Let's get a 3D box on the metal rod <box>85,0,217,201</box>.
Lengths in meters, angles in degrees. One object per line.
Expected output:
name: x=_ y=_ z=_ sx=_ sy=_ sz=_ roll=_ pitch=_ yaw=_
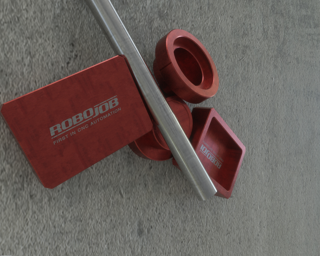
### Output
metal rod: x=-0.017 y=-0.051 z=0.348 sx=0.025 sy=0.025 sz=0.299 roll=-34 pitch=98 yaw=-35

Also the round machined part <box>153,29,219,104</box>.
round machined part: x=0.030 y=-0.076 z=0.405 sx=0.099 sy=0.042 sz=0.098 roll=25 pitch=52 yaw=-36

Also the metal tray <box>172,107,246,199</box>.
metal tray: x=0.077 y=0.039 z=0.453 sx=0.130 sy=0.030 sz=0.090 roll=42 pitch=64 yaw=-44

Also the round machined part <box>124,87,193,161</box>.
round machined part: x=0.004 y=-0.006 z=0.399 sx=0.099 sy=0.042 sz=0.097 roll=0 pitch=90 yaw=-40

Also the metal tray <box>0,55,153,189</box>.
metal tray: x=-0.080 y=-0.010 z=0.321 sx=0.131 sy=0.030 sz=0.090 roll=-31 pitch=107 yaw=-27
